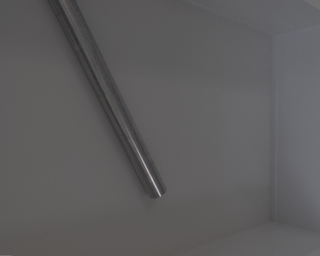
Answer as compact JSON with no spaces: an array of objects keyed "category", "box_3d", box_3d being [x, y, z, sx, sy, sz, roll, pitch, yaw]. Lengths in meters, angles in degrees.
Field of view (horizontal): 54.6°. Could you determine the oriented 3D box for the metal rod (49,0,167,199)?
[{"category":"metal rod","box_3d":[-0.061,-0.045,0.354,0.025,0.025,0.299,-38,113,-33]}]
